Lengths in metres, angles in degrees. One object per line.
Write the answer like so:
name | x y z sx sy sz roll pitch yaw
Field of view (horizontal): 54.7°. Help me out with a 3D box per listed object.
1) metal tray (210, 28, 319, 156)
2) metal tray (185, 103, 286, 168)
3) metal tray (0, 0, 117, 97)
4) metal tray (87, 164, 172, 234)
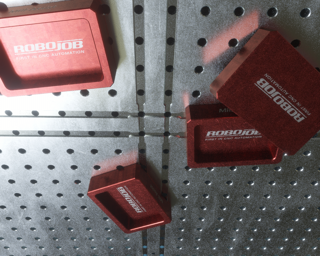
metal tray | 0.134 -0.038 0.353 0.130 0.030 0.090 35 105 -19
metal tray | 0.101 0.011 0.418 0.131 0.030 0.089 -3 130 2
metal tray | -0.121 -0.084 0.335 0.131 0.030 0.089 -5 130 4
metal tray | -0.046 0.121 0.510 0.090 0.030 0.130 -19 128 15
